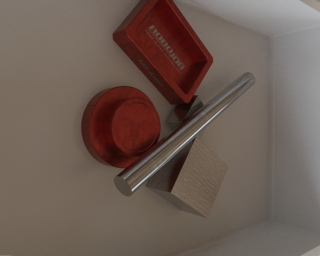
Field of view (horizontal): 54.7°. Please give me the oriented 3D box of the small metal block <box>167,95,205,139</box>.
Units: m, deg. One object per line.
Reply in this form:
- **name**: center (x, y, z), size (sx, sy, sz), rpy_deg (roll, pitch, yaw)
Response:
- **small metal block**: center (0.043, -0.012, 0.440), size (0.050, 0.025, 0.050), rpy_deg (-58, 133, -24)

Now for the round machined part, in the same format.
- **round machined part**: center (-0.038, -0.001, 0.365), size (0.099, 0.042, 0.097), rpy_deg (0, 90, -40)

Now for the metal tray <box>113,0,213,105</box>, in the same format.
- **metal tray**: center (0.010, -0.105, 0.413), size (0.130, 0.030, 0.090), rpy_deg (46, 62, -30)

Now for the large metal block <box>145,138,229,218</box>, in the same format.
- **large metal block**: center (0.039, 0.066, 0.426), size (0.080, 0.050, 0.080), rpy_deg (41, 65, -33)

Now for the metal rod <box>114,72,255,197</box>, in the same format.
- **metal rod**: center (0.054, -0.010, 0.412), size (0.302, 0.025, 0.025), rpy_deg (-37, 113, -40)
